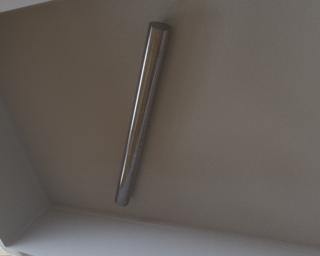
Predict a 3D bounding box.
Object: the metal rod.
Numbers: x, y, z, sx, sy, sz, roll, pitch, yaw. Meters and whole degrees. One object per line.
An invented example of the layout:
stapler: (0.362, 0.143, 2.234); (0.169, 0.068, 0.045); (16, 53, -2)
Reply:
metal rod: (-0.031, 0.004, 0.426); (0.025, 0.025, 0.298); (25, 127, 13)
